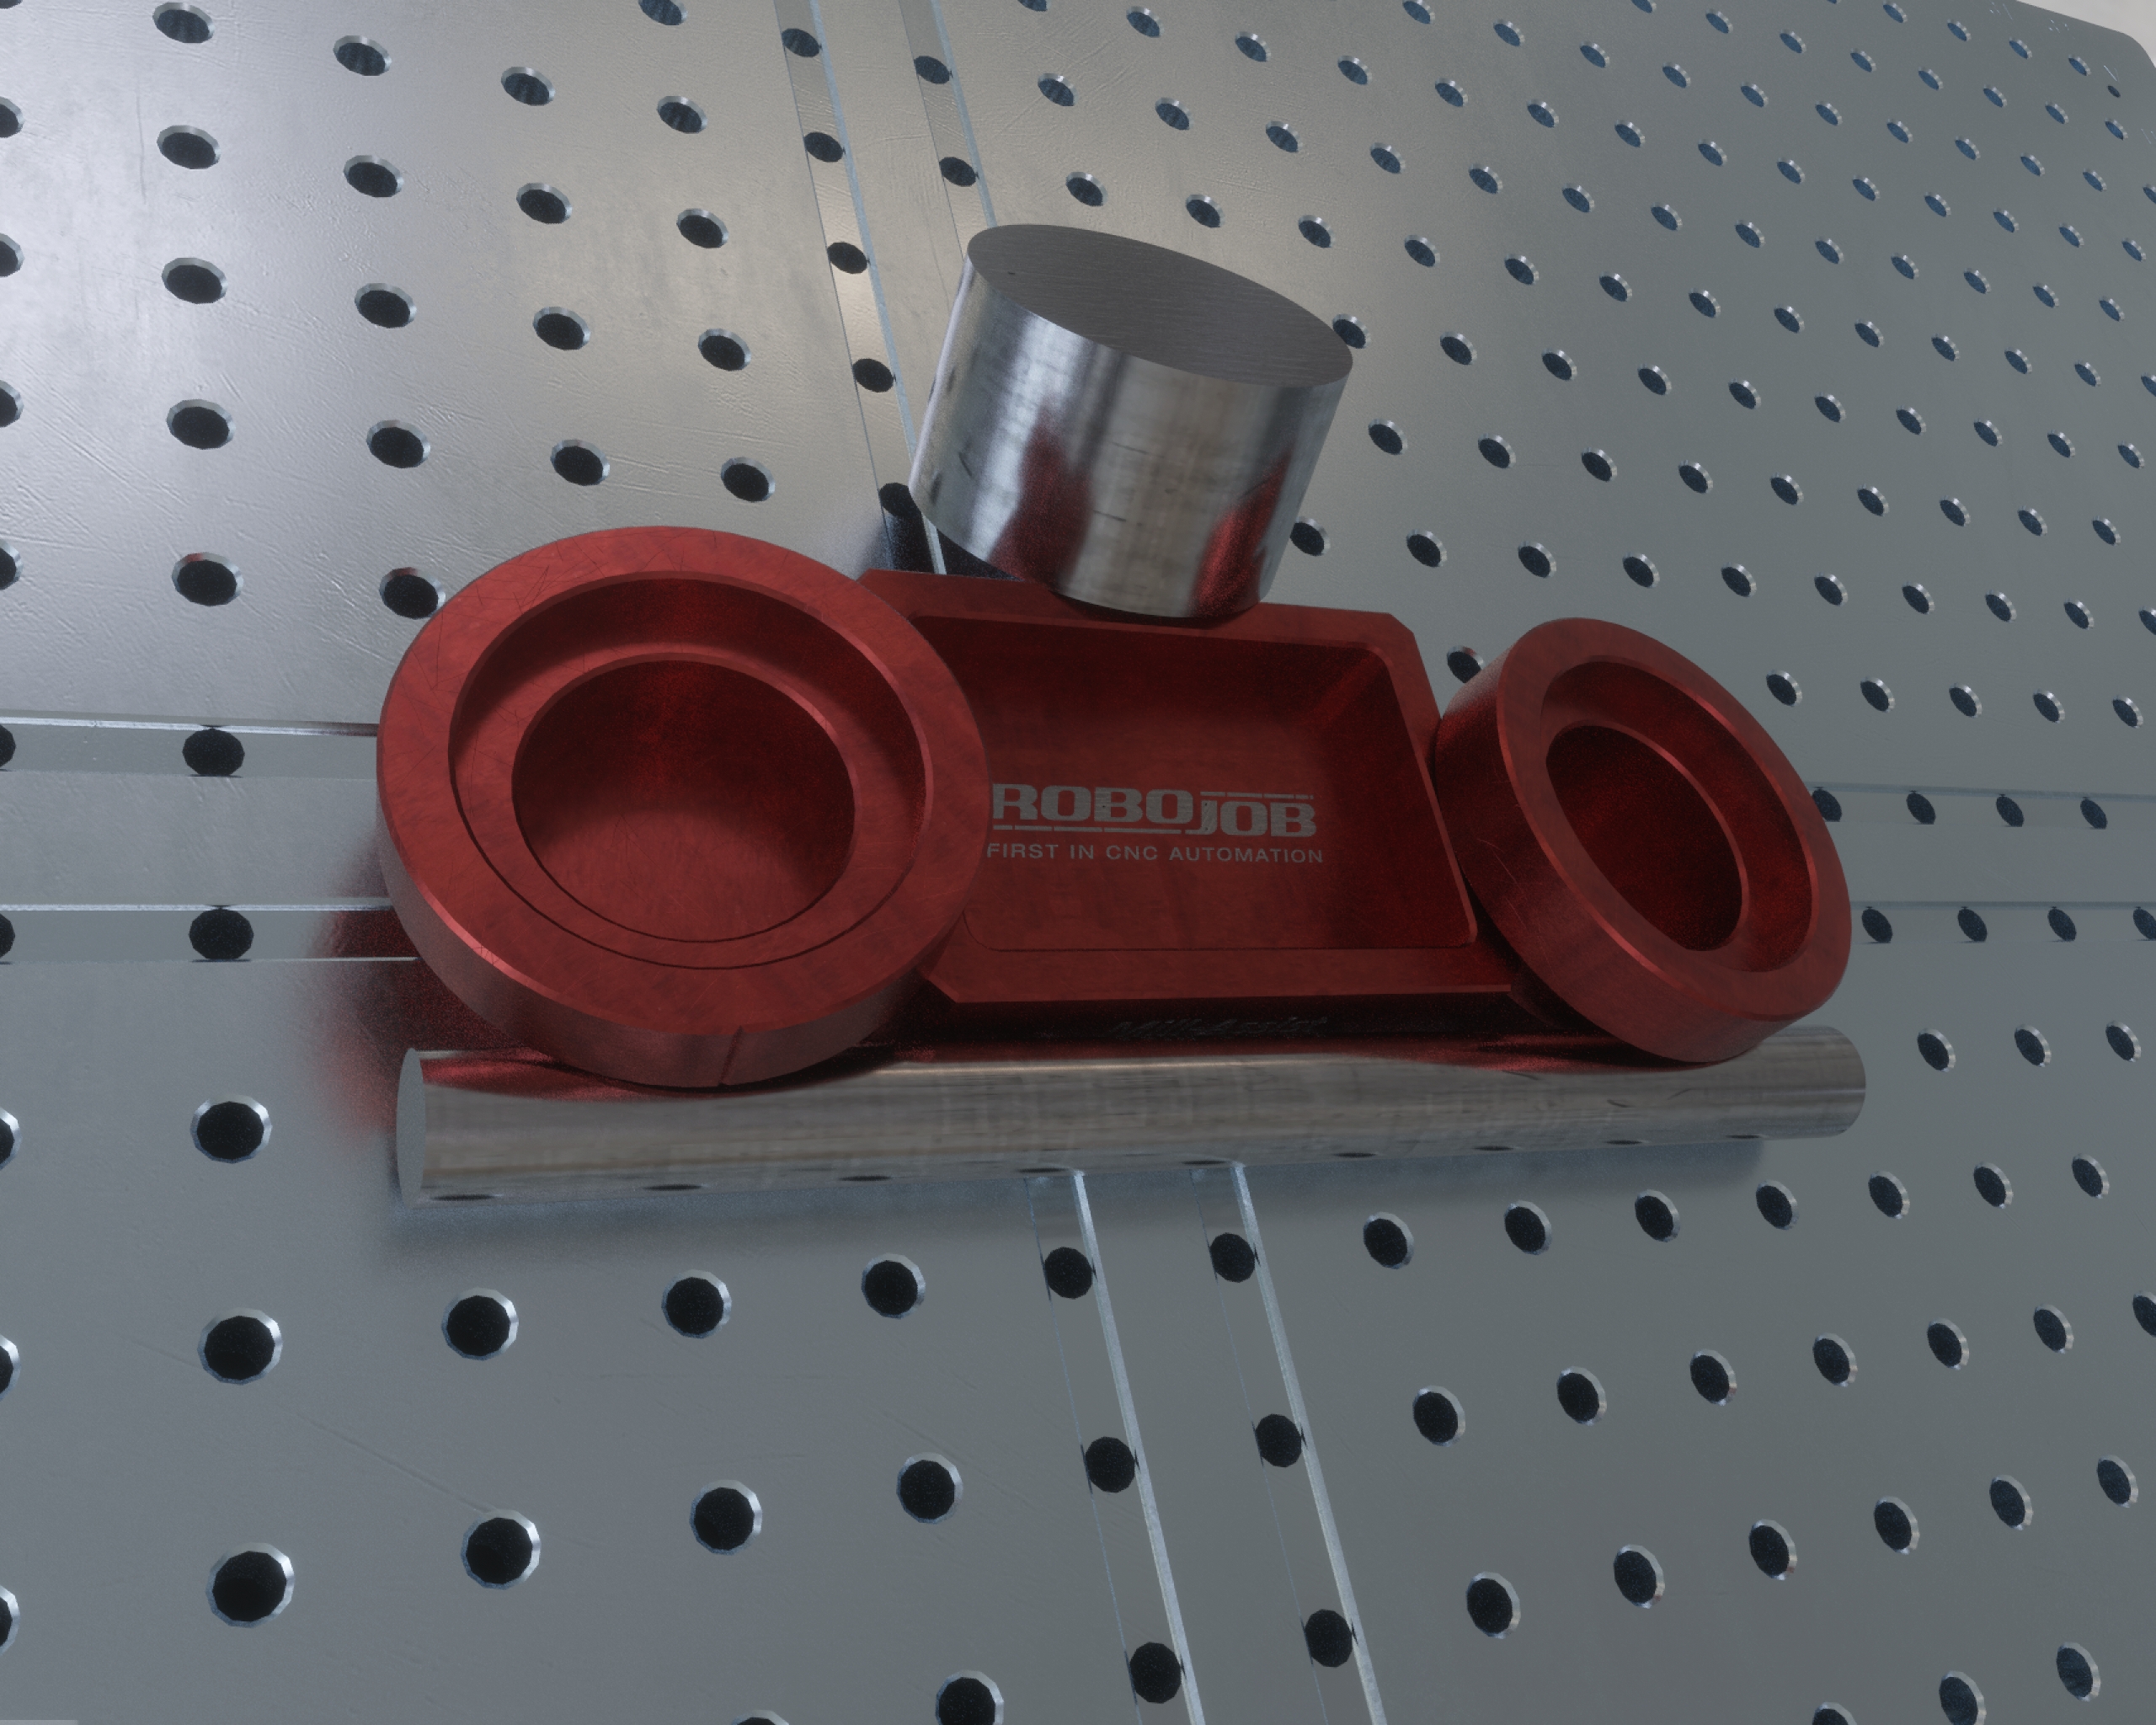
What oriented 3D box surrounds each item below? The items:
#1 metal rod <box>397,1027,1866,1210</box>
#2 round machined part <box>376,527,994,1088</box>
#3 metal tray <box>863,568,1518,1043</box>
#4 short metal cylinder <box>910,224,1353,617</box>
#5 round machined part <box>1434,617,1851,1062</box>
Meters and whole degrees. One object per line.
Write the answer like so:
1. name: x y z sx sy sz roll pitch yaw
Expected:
1. metal rod: 0.031 0.045 0.392 0.303 0.025 0.025 2 61 -28
2. round machined part: -0.067 -0.006 0.354 0.099 0.042 0.098 9 57 -14
3. metal tray: 0.017 -0.009 0.414 0.131 0.030 0.090 1 62 -28
4. short metal cylinder: 0.010 -0.092 0.430 0.081 0.050 0.080 14 31 -8
5. round machined part: 0.115 -0.001 0.448 0.099 0.042 0.098 20 50 -25
